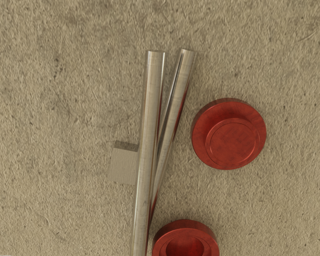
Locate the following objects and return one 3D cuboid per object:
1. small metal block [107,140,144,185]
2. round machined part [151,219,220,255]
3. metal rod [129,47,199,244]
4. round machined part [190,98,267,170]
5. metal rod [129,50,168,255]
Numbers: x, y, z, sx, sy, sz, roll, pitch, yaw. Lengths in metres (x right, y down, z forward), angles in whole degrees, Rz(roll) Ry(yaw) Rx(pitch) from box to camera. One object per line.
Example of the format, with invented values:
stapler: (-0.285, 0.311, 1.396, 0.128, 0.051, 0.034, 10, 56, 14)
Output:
small metal block: (-0.042, 0.049, 0.427, 0.050, 0.025, 0.050, 11, 110, -5)
round machined part: (0.037, 0.178, 0.467, 0.099, 0.042, 0.097, 0, 110, 0)
metal rod: (0.000, 0.041, 0.424, 0.025, 0.025, 0.298, 13, 110, -5)
round machined part: (0.091, 0.013, 0.406, 0.099, 0.042, 0.097, 0, 110, 0)
metal rod: (-0.018, 0.052, 0.402, 0.025, 0.025, 0.298, 5, 109, -2)
